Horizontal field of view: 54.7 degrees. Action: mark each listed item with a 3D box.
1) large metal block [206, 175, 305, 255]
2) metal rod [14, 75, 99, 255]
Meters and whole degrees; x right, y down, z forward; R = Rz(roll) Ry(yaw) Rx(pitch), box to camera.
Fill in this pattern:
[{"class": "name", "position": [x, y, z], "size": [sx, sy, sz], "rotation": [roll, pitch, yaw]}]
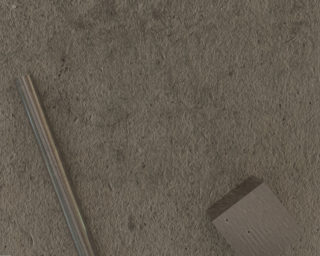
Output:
[{"class": "large metal block", "position": [0.119, 0.120, 0.399], "size": [0.080, 0.050, 0.080], "rotation": [-38, 90, 0]}, {"class": "metal rod", "position": [-0.128, 0.075, 0.408], "size": [0.025, 0.025, 0.299], "rotation": [-20, 90, 0]}]
